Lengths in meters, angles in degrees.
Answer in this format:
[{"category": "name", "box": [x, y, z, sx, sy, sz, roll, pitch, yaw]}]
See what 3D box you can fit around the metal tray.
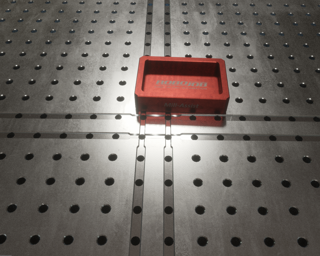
[{"category": "metal tray", "box": [0.032, -0.066, 0.459, 0.131, 0.030, 0.090, 2, 50, 1]}]
